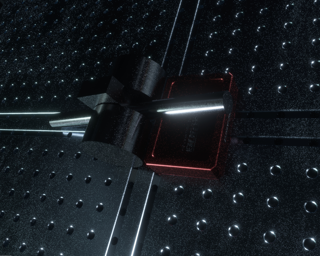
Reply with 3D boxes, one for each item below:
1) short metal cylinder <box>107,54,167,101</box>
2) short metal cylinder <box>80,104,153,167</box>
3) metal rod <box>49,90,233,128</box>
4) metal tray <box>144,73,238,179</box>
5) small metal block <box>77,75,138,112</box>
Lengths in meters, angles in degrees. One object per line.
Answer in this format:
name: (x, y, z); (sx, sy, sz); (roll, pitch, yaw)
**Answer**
short metal cylinder: (-0.035, -0.055, 0.423); (0.080, 0.080, 0.050); (1, 62, 28)
short metal cylinder: (-0.054, 0.012, 0.393); (0.080, 0.080, 0.050); (2, 63, 29)
metal rod: (-0.049, -0.020, 0.416); (0.300, 0.025, 0.025); (-4, 60, 36)
metal tray: (0.041, -0.006, 0.387); (0.090, 0.030, 0.130); (1, 62, 28)
small metal block: (-0.065, -0.038, 0.389); (0.050, 0.050, 0.025); (-4, 60, 36)
